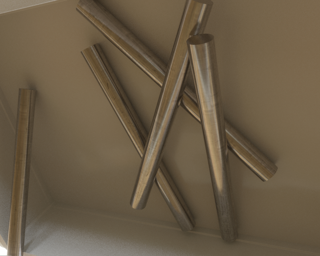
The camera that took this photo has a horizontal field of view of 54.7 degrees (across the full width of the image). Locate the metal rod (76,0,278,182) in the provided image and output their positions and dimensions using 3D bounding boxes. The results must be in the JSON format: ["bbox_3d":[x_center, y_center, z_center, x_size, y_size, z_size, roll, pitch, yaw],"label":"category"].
[{"bbox_3d":[0.021,-0.046,0.368,0.300,0.025,0.025,42,129,-2],"label":"metal rod"}]

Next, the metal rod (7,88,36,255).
[{"bbox_3d":[-0.225,0.086,0.500,0.025,0.025,0.298,10,97,23],"label":"metal rod"}]

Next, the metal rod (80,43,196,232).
[{"bbox_3d":[-0.023,0.024,0.435,0.025,0.025,0.299,-16,110,34],"label":"metal rod"}]

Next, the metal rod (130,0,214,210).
[{"bbox_3d":[0.002,-0.003,0.371,0.025,0.025,0.298,26,128,12],"label":"metal rod"}]

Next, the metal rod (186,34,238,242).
[{"bbox_3d":[0.069,0.037,0.366,0.025,0.025,0.298,4,130,26],"label":"metal rod"}]
